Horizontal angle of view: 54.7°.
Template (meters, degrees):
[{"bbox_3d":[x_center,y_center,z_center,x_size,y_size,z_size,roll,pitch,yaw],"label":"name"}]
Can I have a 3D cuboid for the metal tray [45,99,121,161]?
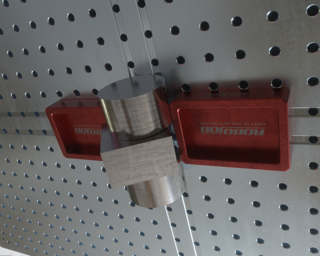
[{"bbox_3d":[-0.100,0.004,0.463,0.130,0.030,0.089,1,119,27],"label":"metal tray"}]

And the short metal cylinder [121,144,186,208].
[{"bbox_3d":[-0.008,0.061,0.417,0.080,0.080,0.050,2,119,27],"label":"short metal cylinder"}]

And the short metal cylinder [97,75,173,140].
[{"bbox_3d":[-0.029,-0.027,0.374,0.080,0.080,0.050,2,119,27],"label":"short metal cylinder"}]

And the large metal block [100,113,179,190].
[{"bbox_3d":[-0.027,0.024,0.386,0.080,0.080,0.050,-13,116,-4],"label":"large metal block"}]

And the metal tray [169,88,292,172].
[{"bbox_3d":[0.083,0.002,0.365,0.130,0.030,0.089,1,119,27],"label":"metal tray"}]
